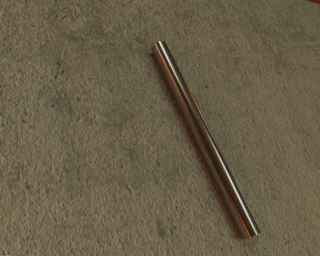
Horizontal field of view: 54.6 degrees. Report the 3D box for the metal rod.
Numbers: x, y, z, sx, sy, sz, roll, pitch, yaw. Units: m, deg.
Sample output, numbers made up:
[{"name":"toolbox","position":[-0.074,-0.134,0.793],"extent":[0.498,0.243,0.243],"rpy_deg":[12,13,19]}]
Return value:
[{"name":"metal rod","position":[0.056,0.004,0.430],"extent":[0.025,0.025,0.299],"rpy_deg":[-12,68,-33]}]
